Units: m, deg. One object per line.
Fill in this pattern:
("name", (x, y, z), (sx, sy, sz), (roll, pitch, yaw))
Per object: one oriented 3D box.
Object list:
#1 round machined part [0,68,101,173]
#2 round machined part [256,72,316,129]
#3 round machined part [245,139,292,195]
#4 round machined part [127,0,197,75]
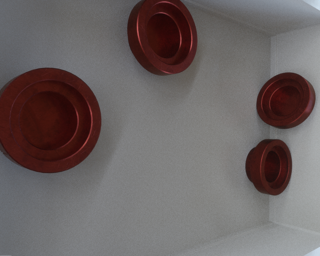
("round machined part", (-0.111, -0.007, 0.302), (0.099, 0.042, 0.097), (0, 90, -40))
("round machined part", (0.225, -0.045, 0.548), (0.042, 0.098, 0.098), (18, 79, -39))
("round machined part", (0.191, 0.068, 0.554), (0.099, 0.042, 0.097), (0, 90, -38))
("round machined part", (-0.001, -0.115, 0.394), (0.099, 0.042, 0.097), (0, 90, -40))
